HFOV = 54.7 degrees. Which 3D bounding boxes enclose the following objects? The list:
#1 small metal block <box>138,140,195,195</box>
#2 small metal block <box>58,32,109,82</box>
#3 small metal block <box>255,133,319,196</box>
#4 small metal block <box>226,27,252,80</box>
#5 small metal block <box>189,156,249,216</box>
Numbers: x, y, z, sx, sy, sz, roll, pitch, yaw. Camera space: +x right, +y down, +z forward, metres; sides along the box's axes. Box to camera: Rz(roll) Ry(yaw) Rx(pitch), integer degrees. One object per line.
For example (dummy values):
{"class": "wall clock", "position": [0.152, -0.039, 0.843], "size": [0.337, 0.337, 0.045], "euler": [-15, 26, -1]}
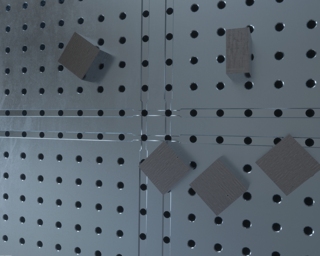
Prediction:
{"class": "small metal block", "position": [0.009, 0.051, 0.409], "size": [0.050, 0.025, 0.050], "euler": [-45, 76, 14]}
{"class": "small metal block", "position": [-0.112, -0.103, 0.451], "size": [0.050, 0.025, 0.050], "euler": [38, 102, 15]}
{"class": "small metal block", "position": [0.148, 0.042, 0.360], "size": [0.050, 0.025, 0.050], "euler": [-44, 77, 14]}
{"class": "small metal block", "position": [0.094, -0.086, 0.366], "size": [0.025, 0.050, 0.050], "euler": [0, 90, 20]}
{"class": "small metal block", "position": [0.074, 0.072, 0.386], "size": [0.050, 0.025, 0.050], "euler": [-45, 76, 14]}
